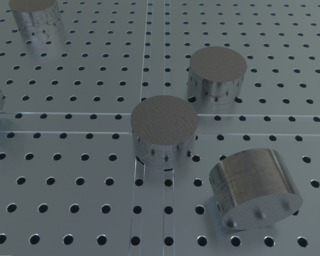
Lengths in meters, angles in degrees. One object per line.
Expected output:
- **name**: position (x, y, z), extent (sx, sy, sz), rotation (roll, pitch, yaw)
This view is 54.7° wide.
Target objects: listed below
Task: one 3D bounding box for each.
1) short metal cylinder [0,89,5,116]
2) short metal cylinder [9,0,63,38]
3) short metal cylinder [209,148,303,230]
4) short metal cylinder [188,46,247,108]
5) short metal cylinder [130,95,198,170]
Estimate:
- **short metal cylinder**: position (-0.246, -0.025, 0.390), extent (0.081, 0.080, 0.050), rotation (-3, 50, -3)
- **short metal cylinder**: position (-0.224, -0.208, 0.564), extent (0.081, 0.050, 0.080), rotation (0, 50, 0)
- **short metal cylinder**: position (0.096, 0.065, 0.319), extent (0.081, 0.080, 0.050), rotation (-7, 51, -6)
- **short metal cylinder**: position (0.082, -0.076, 0.456), extent (0.081, 0.050, 0.080), rotation (0, 50, 0)
- **short metal cylinder**: position (0.005, 0.005, 0.388), extent (0.081, 0.050, 0.080), rotation (0, 50, 0)
